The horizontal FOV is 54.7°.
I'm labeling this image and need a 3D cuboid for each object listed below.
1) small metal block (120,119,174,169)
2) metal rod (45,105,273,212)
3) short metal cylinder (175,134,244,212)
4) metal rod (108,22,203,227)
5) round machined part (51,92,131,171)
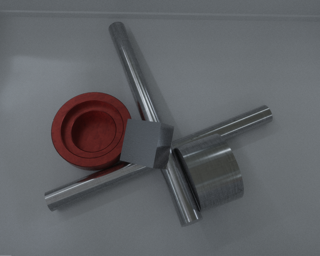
[{"bbox_3d":[-0.015,0.018,0.358,0.050,0.025,0.050,8,85,37],"label":"small metal block"},{"bbox_3d":[0.005,0.035,0.395,0.302,0.025,0.025,-21,72,-8],"label":"metal rod"},{"bbox_3d":[0.055,0.052,0.361,0.050,0.080,0.080,-19,71,-7],"label":"short metal cylinder"},{"bbox_3d":[-0.015,-0.024,0.398,0.025,0.025,0.299,-18,64,-7],"label":"metal rod"},{"bbox_3d":[-0.083,0.007,0.396,0.099,0.042,0.098,0,70,-1],"label":"round machined part"}]
